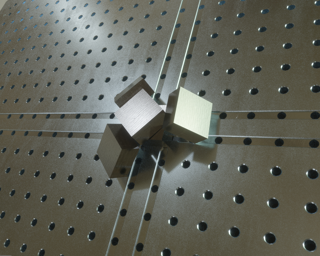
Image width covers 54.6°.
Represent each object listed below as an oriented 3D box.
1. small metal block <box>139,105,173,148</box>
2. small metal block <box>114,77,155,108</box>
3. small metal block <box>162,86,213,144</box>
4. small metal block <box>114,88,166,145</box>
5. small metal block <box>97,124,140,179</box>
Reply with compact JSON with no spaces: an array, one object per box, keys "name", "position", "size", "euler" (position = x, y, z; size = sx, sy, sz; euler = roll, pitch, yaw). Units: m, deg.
[{"name":"small metal block","position":[-0.009,-0.003,0.416],"size":[0.050,0.025,0.050],"euler":[2,65,29]},{"name":"small metal block","position":[-0.038,-0.047,0.442],"size":[0.050,0.025,0.050],"euler":[-40,15,1]},{"name":"small metal block","position":[0.034,-0.015,0.381],"size":[0.025,0.050,0.050],"euler":[-29,43,53]},{"name":"small metal block","position":[-0.023,-0.015,0.398],"size":[0.050,0.025,0.050],"euler":[-41,51,-1]},{"name":"small metal block","position":[-0.056,0.029,0.404],"size":[0.050,0.025,0.050],"euler":[53,130,39]}]
